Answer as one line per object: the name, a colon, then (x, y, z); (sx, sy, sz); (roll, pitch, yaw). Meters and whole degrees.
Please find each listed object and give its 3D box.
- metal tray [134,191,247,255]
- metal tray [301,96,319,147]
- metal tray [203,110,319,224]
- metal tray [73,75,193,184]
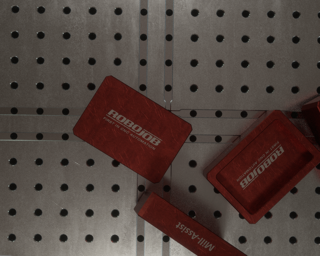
metal tray: (0.032, 0.126, 0.379); (0.130, 0.090, 0.030); (34, 77, -1)
metal tray: (0.253, 0.010, 0.402); (0.091, 0.030, 0.130); (-27, 90, -17)
metal tray: (0.135, 0.050, 0.412); (0.130, 0.030, 0.090); (-44, 91, 0)
metal tray: (-0.035, 0.002, 0.410); (0.130, 0.030, 0.090); (32, 90, -1)
